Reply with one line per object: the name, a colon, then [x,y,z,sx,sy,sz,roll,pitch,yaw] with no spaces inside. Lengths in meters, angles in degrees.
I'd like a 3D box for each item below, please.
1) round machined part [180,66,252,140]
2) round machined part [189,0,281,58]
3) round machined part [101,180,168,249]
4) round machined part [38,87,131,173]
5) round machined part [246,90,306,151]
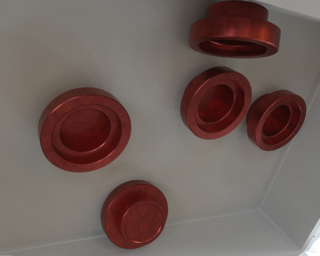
round machined part: [0.070,-0.037,0.415,0.099,0.042,0.097,-14,125,-21]
round machined part: [0.084,-0.110,0.347,0.099,0.098,0.042,5,92,-31]
round machined part: [-0.031,0.128,0.442,0.099,0.042,0.097,-5,101,-27]
round machined part: [-0.086,-0.001,0.351,0.099,0.042,0.097,-14,125,-21]
round machined part: [0.176,-0.016,0.487,0.099,0.042,0.097,-14,125,-21]
